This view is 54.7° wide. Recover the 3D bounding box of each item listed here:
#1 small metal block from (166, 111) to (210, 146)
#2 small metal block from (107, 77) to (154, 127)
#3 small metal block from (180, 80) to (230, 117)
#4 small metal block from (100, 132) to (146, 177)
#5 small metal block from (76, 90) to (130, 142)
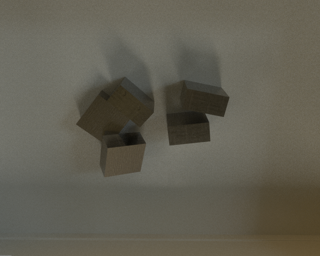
[{"bbox_3d":[0.035,-0.001,0.398,0.050,0.050,0.025,-6,110,2],"label":"small metal block"},{"bbox_3d":[-0.034,-0.033,0.385,0.050,0.050,0.025,40,105,-13],"label":"small metal block"},{"bbox_3d":[0.054,-0.038,0.384,0.050,0.050,0.025,11,110,-4],"label":"small metal block"},{"bbox_3d":[-0.050,0.035,0.407,0.050,0.025,0.050,-6,129,-25],"label":"small metal block"},{"bbox_3d":[-0.072,-0.013,0.406,0.050,0.025,0.050,37,106,-13],"label":"small metal block"}]
